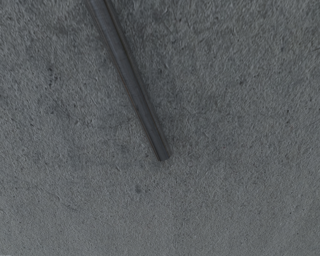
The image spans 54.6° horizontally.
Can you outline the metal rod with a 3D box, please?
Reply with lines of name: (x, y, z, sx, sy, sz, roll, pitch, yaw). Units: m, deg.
metal rod: (-0.039, -0.071, 0.345, 0.025, 0.025, 0.299, -13, 129, 11)
